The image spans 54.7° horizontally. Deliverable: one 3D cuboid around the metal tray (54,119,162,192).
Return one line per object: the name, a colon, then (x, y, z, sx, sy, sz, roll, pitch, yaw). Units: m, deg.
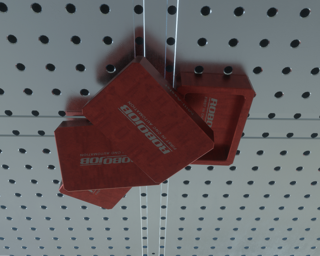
metal tray: (-0.064, 0.033, 0.410, 0.131, 0.030, 0.089, -4, 109, -2)

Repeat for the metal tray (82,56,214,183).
metal tray: (-0.012, -0.006, 0.358, 0.090, 0.030, 0.130, -38, 107, 22)

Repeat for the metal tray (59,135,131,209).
metal tray: (-0.082, 0.065, 0.463, 0.090, 0.030, 0.129, 26, 125, -21)

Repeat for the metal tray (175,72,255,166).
metal tray: (0.061, -0.007, 0.403, 0.091, 0.030, 0.129, 2, 130, -3)
